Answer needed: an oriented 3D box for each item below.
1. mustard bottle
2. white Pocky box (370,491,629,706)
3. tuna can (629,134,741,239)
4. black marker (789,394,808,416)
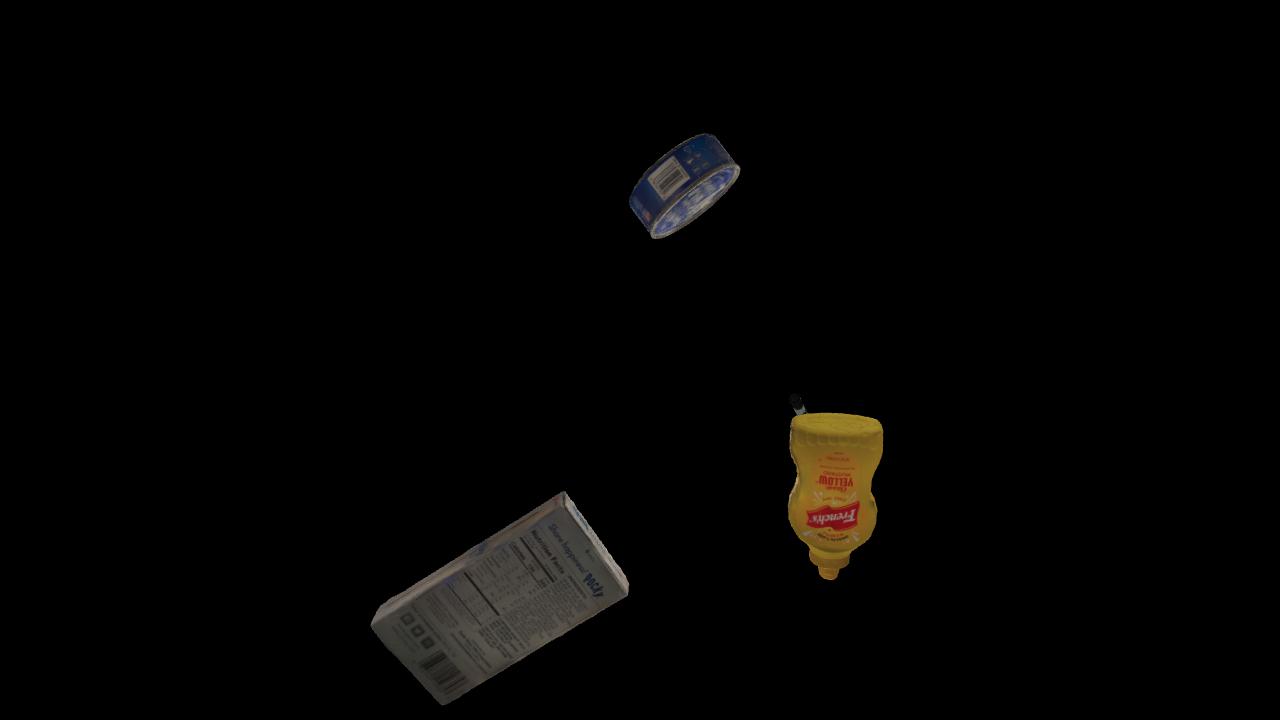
[{"bbox_3d":[0.201,0.148,0.643,0.092,0.184,0.054,0,17,6],"label":"mustard bottle"},{"bbox_3d":[-0.094,0.164,0.421,0.154,0.084,0.028,-32,14,2],"label":"white Pocky box"},{"bbox_3d":[0.033,-0.132,0.469,0.084,0.034,0.084,-36,-5,-4],"label":"tuna can"},{"bbox_3d":[0.265,0.091,1.001,0.020,0.020,0.121,0,-34,31],"label":"black marker"}]
